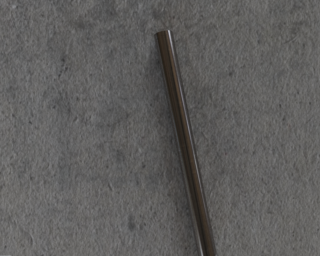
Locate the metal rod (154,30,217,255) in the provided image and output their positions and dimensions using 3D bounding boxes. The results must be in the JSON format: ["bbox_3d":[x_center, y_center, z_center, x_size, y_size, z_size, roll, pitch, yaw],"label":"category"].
[{"bbox_3d":[0.033,0.021,0.410,0.025,0.025,0.298,-11,90,0],"label":"metal rod"}]
